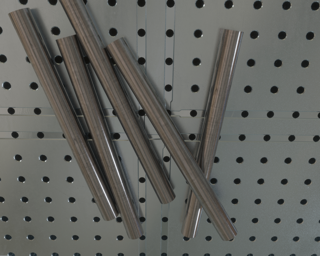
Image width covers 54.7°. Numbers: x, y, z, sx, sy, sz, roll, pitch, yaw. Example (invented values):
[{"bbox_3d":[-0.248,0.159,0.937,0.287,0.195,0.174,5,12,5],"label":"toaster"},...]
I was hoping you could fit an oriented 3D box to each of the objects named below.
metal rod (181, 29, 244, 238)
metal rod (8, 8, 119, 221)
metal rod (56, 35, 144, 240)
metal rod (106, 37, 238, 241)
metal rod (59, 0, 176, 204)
[{"bbox_3d":[0.066,0.021,0.422,0.025,0.025,0.298,8,110,-3],"label":"metal rod"},{"bbox_3d":[-0.118,-0.003,0.410,0.025,0.025,0.298,-17,110,6],"label":"metal rod"},{"bbox_3d":[-0.075,0.026,0.421,0.025,0.025,0.298,-14,110,5],"label":"metal rod"},{"bbox_3d":[0.021,0.022,0.403,0.025,0.025,0.299,-29,101,10],"label":"metal rod"},{"bbox_3d":[-0.047,-0.026,0.403,0.025,0.025,0.299,-22,109,7],"label":"metal rod"}]
